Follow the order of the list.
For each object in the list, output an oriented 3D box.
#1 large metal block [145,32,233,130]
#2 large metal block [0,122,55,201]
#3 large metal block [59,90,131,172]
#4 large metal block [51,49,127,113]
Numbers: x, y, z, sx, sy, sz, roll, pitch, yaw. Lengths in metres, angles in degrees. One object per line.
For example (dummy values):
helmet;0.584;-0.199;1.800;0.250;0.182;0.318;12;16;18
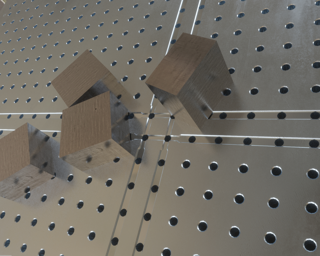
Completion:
large metal block;0.040;-0.057;0.388;0.050;0.080;0.080;28;77;37
large metal block;-0.214;0.052;0.475;0.080;0.050;0.080;-30;52;9
large metal block;-0.091;0.005;0.438;0.080;0.050;0.080;-20;54;16
large metal block;-0.115;-0.067;0.495;0.080;0.050;0.080;-43;51;-2
